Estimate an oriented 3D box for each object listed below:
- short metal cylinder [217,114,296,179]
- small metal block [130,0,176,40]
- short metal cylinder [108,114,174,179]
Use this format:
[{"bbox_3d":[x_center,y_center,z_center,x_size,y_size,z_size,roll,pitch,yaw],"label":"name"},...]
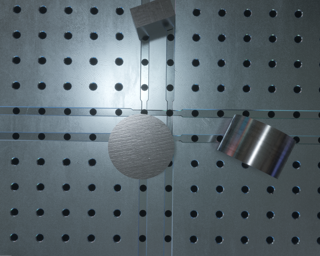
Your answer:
[{"bbox_3d":[0.119,0.023,0.387,0.080,0.080,0.050,26,90,0],"label":"short metal cylinder"},{"bbox_3d":[-0.009,-0.141,0.401,0.050,0.050,0.025,-19,90,0],"label":"small metal block"},{"bbox_3d":[-0.023,0.023,0.401,0.081,0.050,0.080,0,90,-1],"label":"short metal cylinder"}]
